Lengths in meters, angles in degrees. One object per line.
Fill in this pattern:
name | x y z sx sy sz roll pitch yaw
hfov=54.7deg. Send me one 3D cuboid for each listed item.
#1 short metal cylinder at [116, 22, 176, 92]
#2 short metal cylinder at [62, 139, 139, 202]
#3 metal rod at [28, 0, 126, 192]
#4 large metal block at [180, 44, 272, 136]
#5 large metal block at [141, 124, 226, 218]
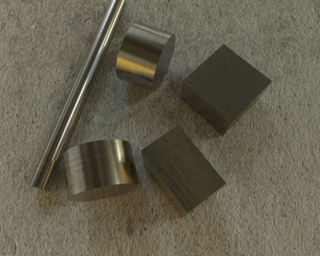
short metal cylinder | -0.018 -0.094 0.413 0.050 0.080 0.080 22 72 7
short metal cylinder | -0.068 0.051 0.360 0.081 0.080 0.050 -12 71 -4
metal rod | -0.106 -0.061 0.429 0.025 0.025 0.299 16 71 5
large metal block | 0.085 -0.050 0.414 0.080 0.050 0.080 43 75 14
large metal block | 0.024 0.054 0.360 0.050 0.080 0.080 -34 74 -12
